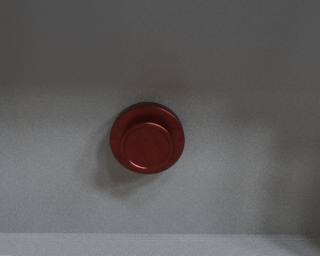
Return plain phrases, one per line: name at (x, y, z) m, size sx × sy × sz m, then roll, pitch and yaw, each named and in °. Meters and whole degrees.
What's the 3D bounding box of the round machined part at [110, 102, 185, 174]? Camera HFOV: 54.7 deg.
round machined part at (-0.017, 0.018, 0.405) m, size 0.099 × 0.042 × 0.097 m, roll 0°, pitch 110°, yaw -1°
